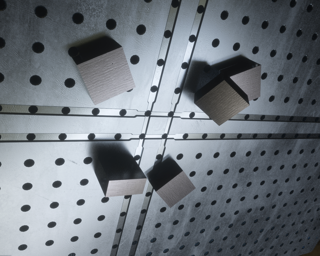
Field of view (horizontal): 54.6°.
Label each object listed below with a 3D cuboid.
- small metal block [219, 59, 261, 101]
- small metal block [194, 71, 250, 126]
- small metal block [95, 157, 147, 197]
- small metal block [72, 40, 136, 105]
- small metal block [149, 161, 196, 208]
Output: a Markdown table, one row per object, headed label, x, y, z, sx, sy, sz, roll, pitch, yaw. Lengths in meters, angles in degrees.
| label | x | y | z | sx | sy | sz | roll | pitch | yaw |
| --- | --- | --- | --- | --- | --- | --- | --- | --- | --- |
| small metal block | 0.112 | -0.062 | 0.434 | 0.050 | 0.025 | 0.050 | -22 | 127 | -15 |
| small metal block | 0.081 | -0.038 | 0.410 | 0.050 | 0.025 | 0.050 | 40 | 122 | -21 |
| small metal block | -0.052 | 0.062 | 0.405 | 0.050 | 0.050 | 0.025 | 1 | 118 | -29 |
| small metal block | -0.061 | -0.061 | 0.340 | 0.050 | 0.025 | 0.050 | -26 | 128 | -12 |
| small metal block | 0.020 | 0.087 | 0.475 | 0.050 | 0.025 | 0.050 | -37 | 129 | -3 |
